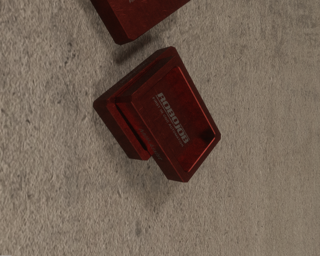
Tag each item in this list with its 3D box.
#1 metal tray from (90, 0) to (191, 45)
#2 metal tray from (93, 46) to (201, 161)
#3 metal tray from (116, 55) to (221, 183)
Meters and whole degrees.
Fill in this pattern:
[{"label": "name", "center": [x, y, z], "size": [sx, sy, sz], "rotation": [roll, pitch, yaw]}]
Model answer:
[{"label": "metal tray", "center": [-0.024, -0.173, 0.383], "size": [0.131, 0.030, 0.090], "rotation": [-45, 117, -31]}, {"label": "metal tray", "center": [-0.009, -0.033, 0.395], "size": [0.131, 0.030, 0.090], "rotation": [-46, 118, -30]}, {"label": "metal tray", "center": [0.017, -0.010, 0.377], "size": [0.090, 0.030, 0.130], "rotation": [-47, 119, -30]}]
